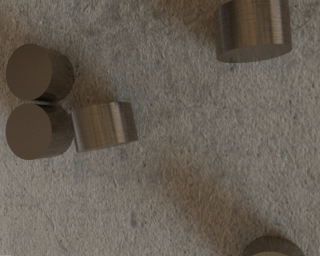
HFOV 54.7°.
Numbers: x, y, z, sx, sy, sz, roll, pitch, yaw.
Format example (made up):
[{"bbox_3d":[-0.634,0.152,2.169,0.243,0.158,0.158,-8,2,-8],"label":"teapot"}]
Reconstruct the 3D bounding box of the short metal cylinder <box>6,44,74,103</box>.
[{"bbox_3d":[-0.176,-0.078,0.456,0.080,0.050,0.079,0,90,19],"label":"short metal cylinder"}]

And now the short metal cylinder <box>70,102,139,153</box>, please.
[{"bbox_3d":[-0.072,0.000,0.404,0.080,0.080,0.050,-13,86,19],"label":"short metal cylinder"}]

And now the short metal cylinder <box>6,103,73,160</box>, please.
[{"bbox_3d":[-0.176,0.005,0.456,0.080,0.050,0.079,0,90,19],"label":"short metal cylinder"}]

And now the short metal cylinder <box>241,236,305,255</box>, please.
[{"bbox_3d":[0.130,0.170,0.350,0.080,0.050,0.079,0,90,19],"label":"short metal cylinder"}]

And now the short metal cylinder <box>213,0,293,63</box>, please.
[{"bbox_3d":[0.102,-0.106,0.344,0.080,0.080,0.050,-4,89,19],"label":"short metal cylinder"}]
